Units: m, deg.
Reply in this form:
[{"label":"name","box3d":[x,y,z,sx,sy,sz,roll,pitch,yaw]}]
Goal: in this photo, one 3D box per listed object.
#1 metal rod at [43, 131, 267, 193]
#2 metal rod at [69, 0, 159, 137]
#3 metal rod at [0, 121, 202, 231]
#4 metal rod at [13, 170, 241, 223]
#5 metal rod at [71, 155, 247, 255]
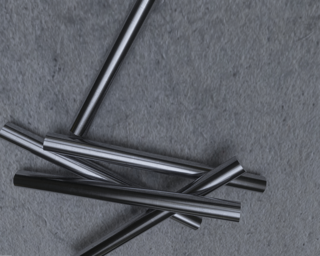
[{"label":"metal rod","box3d":[0.000,0.049,0.420,0.302,0.025,0.025,12,110,-8]},{"label":"metal rod","box3d":[-0.034,-0.117,0.366,0.025,0.025,0.298,28,107,-10]},{"label":"metal rod","box3d":[-0.074,0.072,0.435,0.301,0.025,0.025,28,108,-11]},{"label":"metal rod","box3d":[-0.050,0.086,0.404,0.301,0.025,0.025,6,111,11]},{"label":"metal rod","box3d":[-0.017,0.128,0.429,0.300,0.025,0.025,-34,107,14]}]
